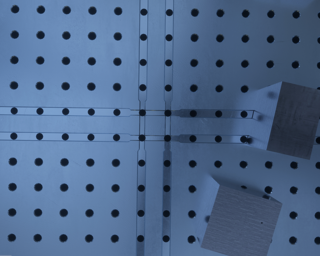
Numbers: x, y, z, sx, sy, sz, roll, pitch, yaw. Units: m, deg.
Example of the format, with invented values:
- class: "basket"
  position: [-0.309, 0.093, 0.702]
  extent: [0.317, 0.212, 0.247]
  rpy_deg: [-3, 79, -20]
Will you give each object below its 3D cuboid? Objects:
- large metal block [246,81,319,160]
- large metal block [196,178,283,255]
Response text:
- class: "large metal block"
  position: [0.153, -0.009, 0.388]
  extent: [0.050, 0.080, 0.080]
  rpy_deg: [13, 90, 0]
- class: "large metal block"
  position: [0.100, 0.119, 0.402]
  extent: [0.080, 0.050, 0.080]
  rpy_deg: [17, 90, -1]
